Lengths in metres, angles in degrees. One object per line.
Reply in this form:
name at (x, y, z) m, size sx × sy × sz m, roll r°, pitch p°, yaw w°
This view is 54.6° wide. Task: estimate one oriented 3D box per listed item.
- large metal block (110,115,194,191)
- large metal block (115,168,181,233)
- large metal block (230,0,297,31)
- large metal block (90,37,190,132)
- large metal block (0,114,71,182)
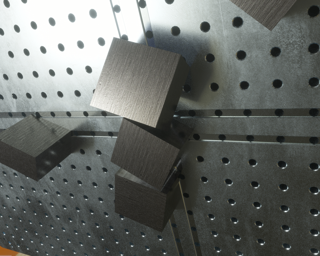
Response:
large metal block at (-0.012, 0.024, 0.417) m, size 0.080 × 0.050 × 0.079 m, roll 29°, pitch 128°, yaw 9°
large metal block at (-0.020, 0.098, 0.467) m, size 0.080 × 0.050 × 0.079 m, roll 18°, pitch 126°, yaw 18°
large metal block at (0.091, -0.143, 0.259) m, size 0.080 × 0.050 × 0.080 m, roll 38°, pitch 129°, yaw 2°
large metal block at (-0.021, -0.048, 0.353) m, size 0.080 × 0.050 × 0.080 m, roll 19°, pitch 90°, yaw 17°
large metal block at (-0.203, 0.029, 0.502) m, size 0.080 × 0.080 × 0.050 m, roll 22°, pitch 127°, yaw 15°
